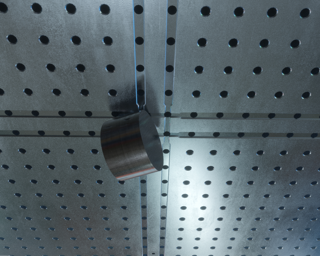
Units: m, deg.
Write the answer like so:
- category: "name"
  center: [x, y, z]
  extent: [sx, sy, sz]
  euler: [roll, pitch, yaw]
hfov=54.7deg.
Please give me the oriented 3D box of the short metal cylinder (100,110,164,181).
- category: "short metal cylinder"
  center: [-0.033, 0.022, 0.394]
  extent: [0.050, 0.080, 0.080]
  euler: [-17, 128, 13]
